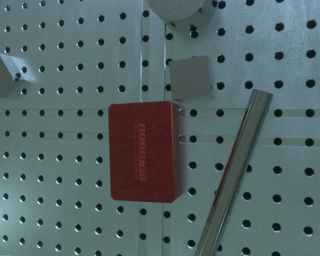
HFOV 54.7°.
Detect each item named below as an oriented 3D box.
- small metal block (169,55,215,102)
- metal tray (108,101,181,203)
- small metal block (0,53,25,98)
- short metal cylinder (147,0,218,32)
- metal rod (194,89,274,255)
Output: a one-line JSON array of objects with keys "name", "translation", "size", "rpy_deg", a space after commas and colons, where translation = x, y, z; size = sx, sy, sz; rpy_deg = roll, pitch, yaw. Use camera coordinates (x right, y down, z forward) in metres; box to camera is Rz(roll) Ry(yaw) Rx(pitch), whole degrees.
[{"name": "small metal block", "translation": [0.041, -0.062, 0.398], "size": [0.050, 0.025, 0.050], "rpy_deg": [-6, 88, 19]}, {"name": "metal tray", "translation": [-0.021, 0.031, 0.416], "size": [0.090, 0.030, 0.129], "rpy_deg": [-2, 89, 19]}, {"name": "small metal block", "translation": [-0.256, -0.084, 0.501], "size": [0.050, 0.025, 0.050], "rpy_deg": [-37, 79, 16]}, {"name": "short metal cylinder", "translation": [0.029, -0.167, 0.389], "size": [0.080, 0.050, 0.079], "rpy_deg": [0, 90, 19]}, {"name": "metal rod", "translation": [0.077, 0.098, 0.384], "size": [0.025, 0.025, 0.298], "rpy_deg": [20, 96, 18]}]
